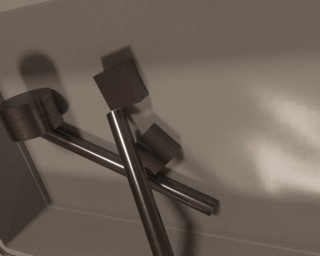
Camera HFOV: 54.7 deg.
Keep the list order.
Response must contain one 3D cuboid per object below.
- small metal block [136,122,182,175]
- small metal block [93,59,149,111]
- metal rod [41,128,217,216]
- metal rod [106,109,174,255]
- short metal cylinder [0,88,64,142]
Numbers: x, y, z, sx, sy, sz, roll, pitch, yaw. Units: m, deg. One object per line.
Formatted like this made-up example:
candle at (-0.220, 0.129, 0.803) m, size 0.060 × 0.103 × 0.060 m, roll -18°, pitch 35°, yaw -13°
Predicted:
small metal block at (-0.007, 0.029, 0.429) m, size 0.050 × 0.025 × 0.050 m, roll 42°, pitch 129°, yaw -1°
small metal block at (-0.050, -0.055, 0.400) m, size 0.050 × 0.025 × 0.050 m, roll -13°, pitch 112°, yaw 33°
metal rod at (-0.059, 0.058, 0.473) m, size 0.301 × 0.025 × 0.025 m, roll 22°, pitch 127°, yaw 14°
metal rod at (-0.011, 0.117, 0.396) m, size 0.025 × 0.025 × 0.299 m, roll -29°, pitch 76°, yaw 37°
short metal cylinder at (-0.191, -0.021, 0.458) m, size 0.080 × 0.080 × 0.050 m, roll -1°, pitch 118°, yaw 28°
